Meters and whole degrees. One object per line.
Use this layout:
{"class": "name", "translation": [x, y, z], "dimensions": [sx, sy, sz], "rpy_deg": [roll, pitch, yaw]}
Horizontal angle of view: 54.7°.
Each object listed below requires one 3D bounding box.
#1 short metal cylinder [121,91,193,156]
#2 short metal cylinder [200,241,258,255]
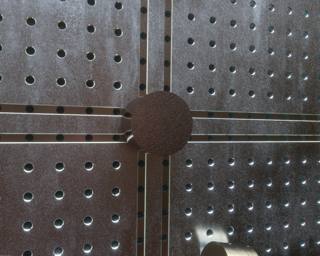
{"class": "short metal cylinder", "translation": [-0.005, -0.005, 0.399], "dimensions": [0.081, 0.050, 0.079], "rpy_deg": [0, 90, -21]}
{"class": "short metal cylinder", "translation": [0.094, 0.198, 0.420], "dimensions": [0.050, 0.080, 0.080], "rpy_deg": [14, 85, -20]}
